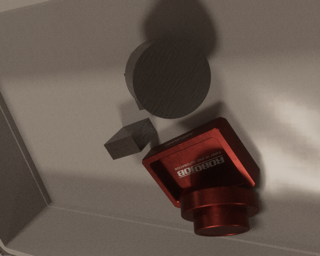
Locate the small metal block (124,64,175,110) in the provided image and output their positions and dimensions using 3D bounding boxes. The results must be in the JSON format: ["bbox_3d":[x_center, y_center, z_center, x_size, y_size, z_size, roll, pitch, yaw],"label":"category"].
[{"bbox_3d":[-0.009,-0.053,0.379,0.050,0.025,0.050,-9,114,32],"label":"small metal block"}]

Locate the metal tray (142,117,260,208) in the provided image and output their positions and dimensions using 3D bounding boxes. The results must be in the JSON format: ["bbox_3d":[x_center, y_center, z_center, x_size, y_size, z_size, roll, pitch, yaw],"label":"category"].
[{"bbox_3d":[0.050,0.051,0.409,0.130,0.030,0.090,-27,104,37],"label":"metal tray"}]

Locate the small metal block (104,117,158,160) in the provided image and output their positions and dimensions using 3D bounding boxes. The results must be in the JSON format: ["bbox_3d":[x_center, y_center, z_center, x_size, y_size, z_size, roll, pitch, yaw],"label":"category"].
[{"bbox_3d":[-0.039,0.014,0.421,0.050,0.050,0.025,-19,109,35],"label":"small metal block"}]

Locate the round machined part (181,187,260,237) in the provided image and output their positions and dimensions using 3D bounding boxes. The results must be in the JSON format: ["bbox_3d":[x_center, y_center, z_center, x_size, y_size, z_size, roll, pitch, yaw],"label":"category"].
[{"bbox_3d":[0.076,0.110,0.393,0.099,0.042,0.098,-2,150,-1],"label":"round machined part"}]

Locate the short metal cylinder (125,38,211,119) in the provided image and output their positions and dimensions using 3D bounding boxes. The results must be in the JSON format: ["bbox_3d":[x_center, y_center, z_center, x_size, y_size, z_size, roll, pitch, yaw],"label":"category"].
[{"bbox_3d":[0.007,-0.054,0.328,0.081,0.050,0.079,-4,106,-14],"label":"short metal cylinder"}]
